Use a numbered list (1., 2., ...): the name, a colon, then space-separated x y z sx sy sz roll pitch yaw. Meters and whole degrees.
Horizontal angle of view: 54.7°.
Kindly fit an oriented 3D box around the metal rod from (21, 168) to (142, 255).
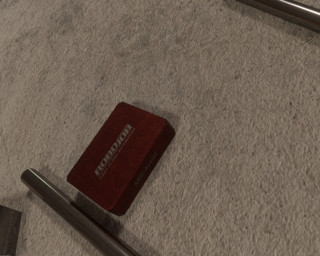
1. metal rod: -0.083 0.121 0.371 0.300 0.025 0.025 24 75 36

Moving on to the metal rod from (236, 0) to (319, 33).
1. metal rod: 0.188 -0.139 0.390 0.025 0.025 0.300 -44 51 -3

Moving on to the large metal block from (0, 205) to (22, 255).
1. large metal block: -0.242 0.155 0.417 0.080 0.050 0.080 -18 55 17

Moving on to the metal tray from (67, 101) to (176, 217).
1. metal tray: -0.051 0.035 0.404 0.090 0.030 0.130 24 74 36
